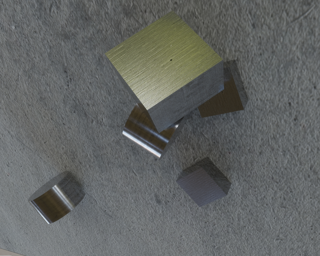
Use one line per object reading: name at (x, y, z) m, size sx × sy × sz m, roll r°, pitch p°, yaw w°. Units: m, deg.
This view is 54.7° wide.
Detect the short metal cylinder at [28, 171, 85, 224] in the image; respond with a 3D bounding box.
short metal cylinder at (-0.179, 0.119, 0.539) m, size 0.080 × 0.080 × 0.050 m, roll -24°, pitch 105°, yaw 36°

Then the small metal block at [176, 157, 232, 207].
small metal block at (0.059, 0.074, 0.422) m, size 0.050 × 0.025 × 0.050 m, roll 48°, pitch 129°, yaw -6°

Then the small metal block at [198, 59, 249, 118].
small metal block at (0.065, -0.043, 0.346) m, size 0.050 × 0.025 × 0.050 m, roll -11°, pitch 113°, yaw 32°

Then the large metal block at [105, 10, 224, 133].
large metal block at (0.006, -0.056, 0.308) m, size 0.080 × 0.080 × 0.050 m, roll 53°, pitch 175°, yaw 27°

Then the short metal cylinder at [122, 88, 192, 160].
short metal cylinder at (0.000, -0.009, 0.366) m, size 0.050 × 0.080 × 0.079 m, roll 32°, pitch 129°, yaw 7°
